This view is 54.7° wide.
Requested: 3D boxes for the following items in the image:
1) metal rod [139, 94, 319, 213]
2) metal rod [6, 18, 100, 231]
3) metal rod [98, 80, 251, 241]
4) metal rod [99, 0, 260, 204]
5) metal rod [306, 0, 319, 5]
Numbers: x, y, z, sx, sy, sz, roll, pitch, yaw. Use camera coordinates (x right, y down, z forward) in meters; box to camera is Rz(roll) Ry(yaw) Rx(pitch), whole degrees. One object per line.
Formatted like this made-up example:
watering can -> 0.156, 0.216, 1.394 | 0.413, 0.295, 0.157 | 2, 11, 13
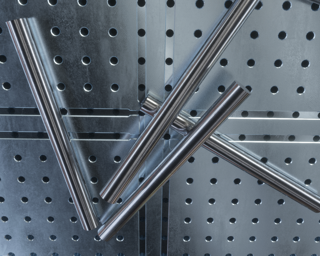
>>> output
metal rod -> 0.107, 0.040, 0.429 | 0.301, 0.025, 0.025 | 30, 107, -11
metal rod -> -0.136, 0.009, 0.414 | 0.025, 0.025, 0.298 | -12, 110, 4
metal rod -> 0.006, 0.057, 0.415 | 0.025, 0.025, 0.299 | 35, 113, -13
metal rod -> 0.019, -0.032, 0.378 | 0.025, 0.025, 0.299 | 34, 97, -12
metal rod -> 0.087, -0.186, 0.345 | 0.302, 0.025, 0.025 | 17, 109, -7
